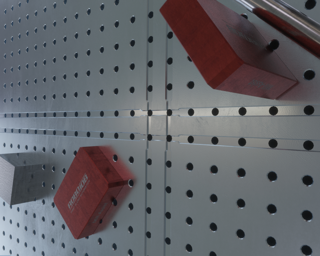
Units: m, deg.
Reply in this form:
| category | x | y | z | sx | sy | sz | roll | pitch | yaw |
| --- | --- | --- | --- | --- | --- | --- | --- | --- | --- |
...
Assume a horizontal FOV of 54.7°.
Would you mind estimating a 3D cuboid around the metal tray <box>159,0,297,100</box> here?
| category | x | y | z | sx | sy | sz | roll | pitch | yaw |
| --- | --- | --- | --- | --- | --- | --- | --- | --- | --- |
| metal tray | 0.068 | -0.074 | 0.285 | 0.030 | 0.131 | 0.090 | -43 | 64 | 32 |

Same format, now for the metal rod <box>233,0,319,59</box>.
| category | x | y | z | sx | sy | sz | roll | pitch | yaw |
| --- | --- | --- | --- | --- | --- | --- | --- | --- | --- |
| metal rod | 0.115 | -0.118 | 0.314 | 0.300 | 0.025 | 0.025 | 49 | 119 | 28 |

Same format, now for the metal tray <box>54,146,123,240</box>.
| category | x | y | z | sx | sy | sz | roll | pitch | yaw |
| --- | --- | --- | --- | --- | --- | --- | --- | --- | --- |
| metal tray | -0.121 | 0.105 | 0.506 | 0.090 | 0.030 | 0.129 | 47 | 118 | 29 |

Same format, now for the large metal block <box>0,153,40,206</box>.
| category | x | y | z | sx | sy | sz | roll | pitch | yaw |
| --- | --- | --- | --- | --- | --- | --- | --- | --- | --- |
| large metal block | -0.298 | 0.102 | 0.639 | 0.080 | 0.050 | 0.079 | 18 | 102 | 38 |
